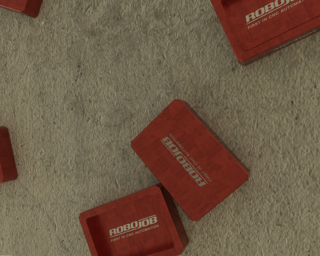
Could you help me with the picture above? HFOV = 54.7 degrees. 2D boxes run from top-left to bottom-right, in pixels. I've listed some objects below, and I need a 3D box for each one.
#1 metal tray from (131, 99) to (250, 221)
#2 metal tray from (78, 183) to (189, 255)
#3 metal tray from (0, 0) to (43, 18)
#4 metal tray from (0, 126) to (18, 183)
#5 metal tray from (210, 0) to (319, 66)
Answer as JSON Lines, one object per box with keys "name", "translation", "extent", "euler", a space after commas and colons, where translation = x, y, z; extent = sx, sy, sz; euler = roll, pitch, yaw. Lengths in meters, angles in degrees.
{"name": "metal tray", "translation": [0.036, 0.039, 0.393], "extent": [0.090, 0.030, 0.130], "euler": [-44, 77, 14]}
{"name": "metal tray", "translation": [-0.037, 0.137, 0.419], "extent": [0.130, 0.030, 0.090], "euler": [-24, 82, 18]}
{"name": "metal tray", "translation": [-0.218, -0.249, 0.483], "extent": [0.090, 0.030, 0.129], "euler": [22, 97, 18]}
{"name": "metal tray", "translation": [-0.305, 0.056, 0.513], "extent": [0.130, 0.030, 0.090], "euler": [-16, 85, 19]}
{"name": "metal tray", "translation": [0.136, -0.141, 0.357], "extent": [0.130, 0.030, 0.090], "euler": [-24, 82, 18]}
